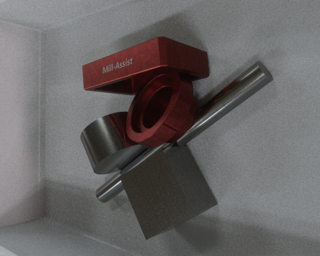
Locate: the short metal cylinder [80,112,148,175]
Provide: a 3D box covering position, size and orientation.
[{"bbox_3d":[-0.059,0.021,0.416,0.080,0.081,0.050,-40,66,32],"label":"short metal cylinder"}]

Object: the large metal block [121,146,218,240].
[{"bbox_3d":[0.009,0.077,0.378,0.080,0.050,0.080,-40,66,32],"label":"large metal block"}]

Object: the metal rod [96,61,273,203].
[{"bbox_3d":[0.010,0.022,0.395,0.299,0.025,0.025,-40,66,32],"label":"metal rod"}]

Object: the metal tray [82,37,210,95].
[{"bbox_3d":[-0.019,-0.068,0.375,0.130,0.091,0.030,-8,85,39],"label":"metal tray"}]

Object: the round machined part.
[{"bbox_3d":[0.005,-0.020,0.370,0.098,0.042,0.098,-35,40,36],"label":"round machined part"}]
